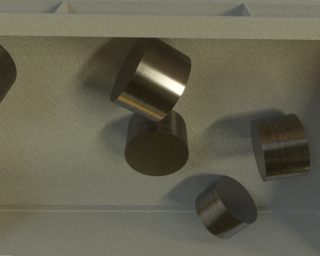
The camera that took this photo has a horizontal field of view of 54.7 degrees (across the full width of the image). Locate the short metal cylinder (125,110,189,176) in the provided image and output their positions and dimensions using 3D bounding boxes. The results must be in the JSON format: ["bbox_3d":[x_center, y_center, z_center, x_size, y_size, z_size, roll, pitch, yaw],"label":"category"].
[{"bbox_3d":[-0.004,0.018,0.408,0.081,0.050,0.079,0,130,0],"label":"short metal cylinder"}]

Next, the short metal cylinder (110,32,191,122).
[{"bbox_3d":[-0.011,-0.053,0.328,0.050,0.080,0.080,26,125,-21],"label":"short metal cylinder"}]

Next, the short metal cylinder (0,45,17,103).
[{"bbox_3d":[-0.209,-0.058,0.341,0.081,0.050,0.079,0,130,0],"label":"short metal cylinder"}]

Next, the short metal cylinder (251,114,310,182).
[{"bbox_3d":[0.151,0.025,0.396,0.050,0.080,0.080,-10,130,8],"label":"short metal cylinder"}]

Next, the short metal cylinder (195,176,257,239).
[{"bbox_3d":[0.102,0.122,0.477,0.080,0.080,0.050,28,125,-22],"label":"short metal cylinder"}]
